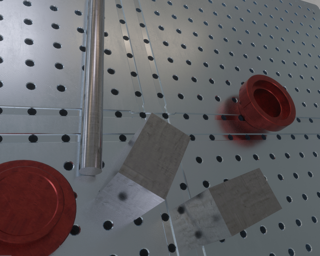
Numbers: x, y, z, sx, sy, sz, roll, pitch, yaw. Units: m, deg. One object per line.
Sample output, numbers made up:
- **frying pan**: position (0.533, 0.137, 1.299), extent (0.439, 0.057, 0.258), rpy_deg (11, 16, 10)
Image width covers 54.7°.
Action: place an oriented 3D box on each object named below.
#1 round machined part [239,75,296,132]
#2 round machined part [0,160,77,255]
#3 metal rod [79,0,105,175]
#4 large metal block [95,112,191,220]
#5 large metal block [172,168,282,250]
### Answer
- **round machined part**: position (0.170, -0.037, 0.511), extent (0.099, 0.042, 0.098), rpy_deg (14, 56, -21)
- **round machined part**: position (-0.126, 0.074, 0.284), extent (0.099, 0.042, 0.098), rpy_deg (14, 56, -21)
- **metal rod**: position (-0.087, -0.083, 0.411), extent (0.025, 0.025, 0.299), rpy_deg (9, 58, -24)
- **large metal block**: position (-0.019, 0.043, 0.336), extent (0.050, 0.080, 0.080), rpy_deg (33, 52, -7)
- **large metal block**: position (0.075, 0.093, 0.356), extent (0.081, 0.080, 0.050), rpy_deg (-13, 69, -34)
